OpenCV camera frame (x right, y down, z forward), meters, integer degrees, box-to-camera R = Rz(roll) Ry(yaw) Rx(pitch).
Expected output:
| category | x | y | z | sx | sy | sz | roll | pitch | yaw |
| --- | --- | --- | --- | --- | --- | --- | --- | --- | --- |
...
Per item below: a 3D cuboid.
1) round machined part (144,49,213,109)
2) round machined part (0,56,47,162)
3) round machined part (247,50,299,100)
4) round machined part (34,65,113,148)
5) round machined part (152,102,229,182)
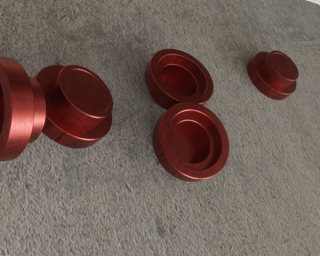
| category | x | y | z | sx | sy | sz | roll | pitch | yaw |
| --- | --- | --- | --- | --- | --- | --- | --- | --- | --- |
| round machined part | 0.023 | -0.062 | 0.442 | 0.099 | 0.042 | 0.098 | 14 | 54 | -20 |
| round machined part | -0.146 | -0.017 | 0.294 | 0.042 | 0.098 | 0.098 | -2 | 60 | -54 |
| round machined part | 0.214 | -0.103 | 0.571 | 0.099 | 0.042 | 0.098 | 14 | 56 | -21 |
| round machined part | -0.091 | -0.030 | 0.341 | 0.098 | 0.042 | 0.098 | 34 | 37 | -30 |
| round machined part | 0.035 | 0.020 | 0.393 | 0.099 | 0.042 | 0.098 | 9 | 68 | -23 |
